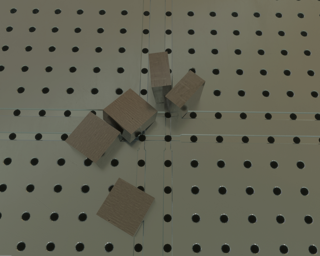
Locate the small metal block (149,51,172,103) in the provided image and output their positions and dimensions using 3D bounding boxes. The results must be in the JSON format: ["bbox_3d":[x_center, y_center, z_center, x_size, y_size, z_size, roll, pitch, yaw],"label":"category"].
[{"bbox_3d":[0.002,-0.068,0.422,0.025,0.050,0.050,-7,70,3],"label":"small metal block"}]

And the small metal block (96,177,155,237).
[{"bbox_3d":[-0.040,0.096,0.376,0.050,0.025,0.050,28,72,9],"label":"small metal block"}]

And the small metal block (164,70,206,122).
[{"bbox_3d":[0.032,-0.041,0.414,0.025,0.050,0.050,39,74,12],"label":"small metal block"}]

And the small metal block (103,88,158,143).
[{"bbox_3d":[-0.040,-0.017,0.412,0.050,0.025,0.050,40,62,13],"label":"small metal block"}]

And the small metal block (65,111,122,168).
[{"bbox_3d":[-0.085,0.015,0.405,0.050,0.025,0.050,34,73,11],"label":"small metal block"}]
